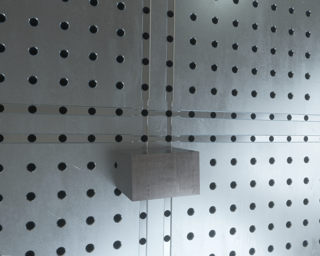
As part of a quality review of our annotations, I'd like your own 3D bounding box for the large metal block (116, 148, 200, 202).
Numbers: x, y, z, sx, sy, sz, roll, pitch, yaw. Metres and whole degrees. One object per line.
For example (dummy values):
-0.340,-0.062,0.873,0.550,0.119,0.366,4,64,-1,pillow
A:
-0.006,0.053,0.381,0.081,0.080,0.050,-1,91,-20,large metal block
